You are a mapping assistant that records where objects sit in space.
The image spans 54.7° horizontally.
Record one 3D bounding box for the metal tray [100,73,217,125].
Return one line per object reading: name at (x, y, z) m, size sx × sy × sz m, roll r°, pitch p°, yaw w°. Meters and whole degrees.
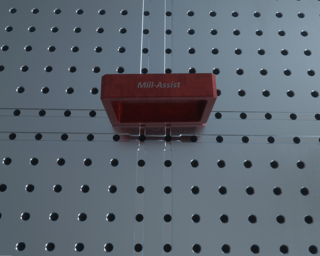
metal tray at (-0.001, -0.033, 0.389) m, size 0.131 × 0.090 × 0.030 m, roll -1°, pitch 70°, yaw -1°
